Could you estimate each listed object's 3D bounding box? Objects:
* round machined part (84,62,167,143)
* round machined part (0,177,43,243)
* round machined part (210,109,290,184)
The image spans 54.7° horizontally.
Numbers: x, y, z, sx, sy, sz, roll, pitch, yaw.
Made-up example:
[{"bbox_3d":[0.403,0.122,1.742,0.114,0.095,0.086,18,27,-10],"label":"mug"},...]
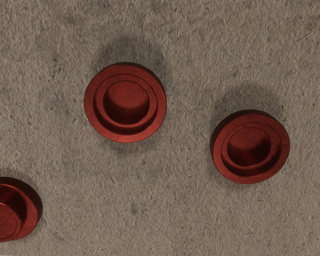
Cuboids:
[{"bbox_3d":[-0.041,-0.034,0.388,0.099,0.042,0.097,0,110,-1],"label":"round machined part"},{"bbox_3d":[-0.225,0.123,0.443,0.099,0.042,0.097,0,110,-1],"label":"round machined part"},{"bbox_3d":[0.115,0.022,0.410,0.099,0.042,0.097,0,110,-1],"label":"round machined part"}]
